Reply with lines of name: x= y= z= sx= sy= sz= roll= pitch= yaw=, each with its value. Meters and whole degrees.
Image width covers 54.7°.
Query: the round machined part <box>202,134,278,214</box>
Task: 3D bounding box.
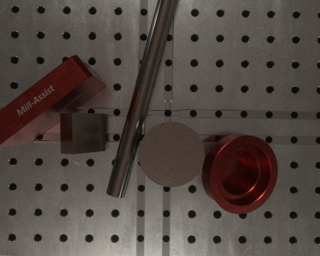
round machined part: x=0.097 y=0.055 z=0.396 sx=0.099 sy=0.042 sz=0.097 roll=-2 pitch=96 yaw=-20

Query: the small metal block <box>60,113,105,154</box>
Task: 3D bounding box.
small metal block: x=-0.098 y=0.006 z=0.397 sx=0.025 sy=0.050 sz=0.050 roll=-1 pitch=90 yaw=39

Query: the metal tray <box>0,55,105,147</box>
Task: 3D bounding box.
metal tray: x=-0.135 y=-0.030 z=0.379 sx=0.130 sy=0.090 sz=0.030 roll=-37 pitch=90 yaw=0

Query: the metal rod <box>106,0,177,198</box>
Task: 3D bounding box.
metal rod: x=-0.021 y=-0.055 z=0.413 sx=0.025 sy=0.025 sz=0.298 roll=15 pitch=90 yaw=-1

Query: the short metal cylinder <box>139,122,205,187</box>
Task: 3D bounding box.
short metal cylinder: x=0.014 y=0.032 z=0.401 sx=0.081 sy=0.050 sz=0.079 roll=0 pitch=90 yaw=-1
